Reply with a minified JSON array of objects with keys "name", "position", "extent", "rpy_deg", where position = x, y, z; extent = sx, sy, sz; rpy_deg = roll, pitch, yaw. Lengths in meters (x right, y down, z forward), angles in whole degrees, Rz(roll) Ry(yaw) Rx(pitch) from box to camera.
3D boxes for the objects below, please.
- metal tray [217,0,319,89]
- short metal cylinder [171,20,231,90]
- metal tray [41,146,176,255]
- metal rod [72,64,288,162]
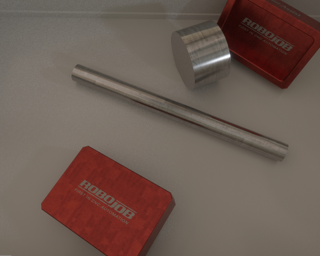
[{"name":"metal tray","position":[0.142,-0.124,0.420],"extent":[0.130,0.089,0.030],"rpy_deg":[36,47,12]},{"name":"short metal cylinder","position":[0.053,-0.098,0.417],"extent":[0.050,0.080,0.080],"rpy_deg":[-20,72,-7]},{"name":"metal tray","position":[-0.060,0.088,0.360],"extent":[0.130,0.030,0.090],"rpy_deg":[26,71,21]},{"name":"metal rod","position":[0.021,-0.023,0.418],"extent":[0.301,0.025,0.025],"rpy_deg":[22,71,7]}]
